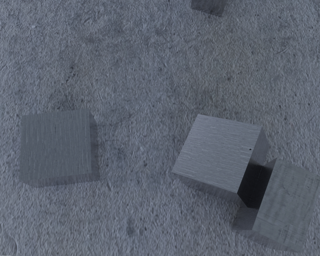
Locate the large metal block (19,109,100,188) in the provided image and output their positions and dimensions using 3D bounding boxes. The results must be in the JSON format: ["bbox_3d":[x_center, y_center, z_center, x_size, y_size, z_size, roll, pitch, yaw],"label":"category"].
[{"bbox_3d":[-0.122,0.026,0.384,0.081,0.050,0.080,-6,70,-2],"label":"large metal block"}]

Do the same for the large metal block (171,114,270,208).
[{"bbox_3d":[0.073,0.036,0.365,0.080,0.050,0.080,13,68,35],"label":"large metal block"}]

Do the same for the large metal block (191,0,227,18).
[{"bbox_3d":[0.087,-0.230,0.463,0.050,0.080,0.080,20,71,7],"label":"large metal block"}]

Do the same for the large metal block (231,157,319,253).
[{"bbox_3d":[0.127,0.088,0.347,0.050,0.080,0.080,25,72,6],"label":"large metal block"}]
